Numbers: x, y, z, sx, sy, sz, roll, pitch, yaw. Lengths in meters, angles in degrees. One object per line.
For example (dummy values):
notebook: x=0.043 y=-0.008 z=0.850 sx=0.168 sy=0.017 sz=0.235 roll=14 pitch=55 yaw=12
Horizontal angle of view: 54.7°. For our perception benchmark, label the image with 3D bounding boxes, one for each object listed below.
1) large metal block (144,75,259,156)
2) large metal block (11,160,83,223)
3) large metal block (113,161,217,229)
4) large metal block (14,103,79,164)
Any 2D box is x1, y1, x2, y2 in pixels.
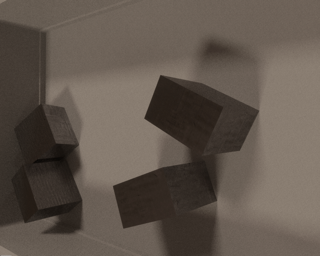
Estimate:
large metal block: x=0.045 y=-0.014 z=0.332 sx=0.080 sy=0.081 sz=0.050 roll=33 pitch=111 yaw=35
large metal block: x=-0.192 y=0.105 z=0.526 sx=0.050 sy=0.081 sz=0.080 roll=-42 pitch=65 yaw=31
large metal block: x=0.006 y=0.077 z=0.364 sx=0.080 sy=0.081 sz=0.050 roll=-26 pitch=74 yaw=37
large metal block: x=-0.200 y=0.015 z=0.543 sx=0.080 sy=0.050 sz=0.080 roll=-36 pitch=68 yaw=22
